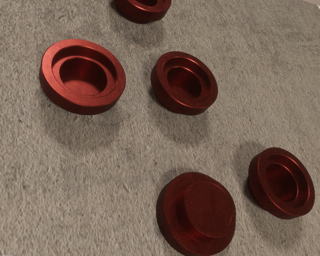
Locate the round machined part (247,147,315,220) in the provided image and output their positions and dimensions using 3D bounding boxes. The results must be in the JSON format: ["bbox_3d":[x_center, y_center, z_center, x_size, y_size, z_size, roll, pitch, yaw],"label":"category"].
[{"bbox_3d":[0.164,0.080,0.435,0.099,0.042,0.098,14,56,-21],"label":"round machined part"}]

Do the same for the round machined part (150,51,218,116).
[{"bbox_3d":[0.031,-0.059,0.448,0.099,0.042,0.098,14,56,-21],"label":"round machined part"}]

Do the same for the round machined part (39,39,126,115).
[{"bbox_3d":[-0.095,-0.057,0.377,0.099,0.042,0.098,14,56,-21],"label":"round machined part"}]

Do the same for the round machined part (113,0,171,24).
[{"bbox_3d":[-0.035,-0.209,0.504,0.099,0.042,0.098,14,56,-21],"label":"round machined part"}]

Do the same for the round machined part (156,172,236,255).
[{"bbox_3d":[0.049,0.097,0.362,0.099,0.042,0.098,14,56,-21],"label":"round machined part"}]
